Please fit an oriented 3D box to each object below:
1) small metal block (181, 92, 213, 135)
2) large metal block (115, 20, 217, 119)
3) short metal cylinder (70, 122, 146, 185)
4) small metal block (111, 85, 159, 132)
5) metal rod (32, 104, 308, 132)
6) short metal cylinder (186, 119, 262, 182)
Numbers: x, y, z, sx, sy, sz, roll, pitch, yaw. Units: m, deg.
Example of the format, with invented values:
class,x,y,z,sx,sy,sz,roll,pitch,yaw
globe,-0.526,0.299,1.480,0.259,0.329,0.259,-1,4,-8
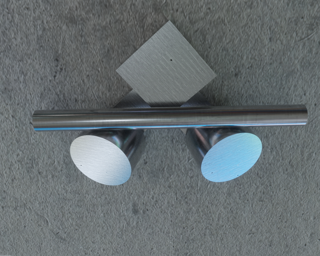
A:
class,x,y,z,sx,sy,sz,roll,pitch,yaw
small metal block,0.042,-0.021,0.403,0.050,0.025,0.050,-41,105,13
large metal block,0.007,-0.070,0.370,0.080,0.050,0.080,-40,106,13
short metal cylinder,-0.064,0.026,0.391,0.080,0.050,0.079,11,129,14
small metal block,-0.030,-0.023,0.402,0.050,0.025,0.050,-42,105,12
metal rod,0.011,-0.011,0.352,0.302,0.025,0.025,-1,110,0
short metal cylinder,0.079,0.022,0.392,0.081,0.050,0.079,-12,130,-14
